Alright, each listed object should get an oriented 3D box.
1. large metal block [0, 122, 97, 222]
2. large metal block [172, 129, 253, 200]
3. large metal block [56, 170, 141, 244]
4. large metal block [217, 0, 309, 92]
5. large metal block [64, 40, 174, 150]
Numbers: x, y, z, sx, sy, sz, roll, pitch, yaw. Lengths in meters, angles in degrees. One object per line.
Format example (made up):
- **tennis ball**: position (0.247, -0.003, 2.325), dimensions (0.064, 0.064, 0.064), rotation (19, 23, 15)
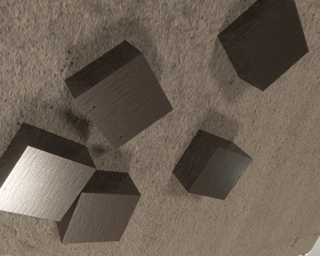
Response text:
- **large metal block**: position (-0.133, 0.052, 0.350), dimensions (0.080, 0.050, 0.080), rotation (28, 103, -38)
- **large metal block**: position (0.080, 0.057, 0.472), dimensions (0.080, 0.050, 0.080), rotation (20, 108, -36)
- **large metal block**: position (-0.084, 0.103, 0.410), dimensions (0.081, 0.050, 0.079), rotation (12, 113, -34)
- **large metal block**: position (0.134, -0.109, 0.399), dimensions (0.080, 0.050, 0.080), rotation (-42, 130, 0)
- **large metal block**: position (-0.044, -0.036, 0.345), dimensions (0.080, 0.050, 0.080), rotation (-36, 129, -5)
